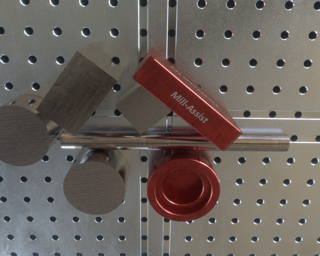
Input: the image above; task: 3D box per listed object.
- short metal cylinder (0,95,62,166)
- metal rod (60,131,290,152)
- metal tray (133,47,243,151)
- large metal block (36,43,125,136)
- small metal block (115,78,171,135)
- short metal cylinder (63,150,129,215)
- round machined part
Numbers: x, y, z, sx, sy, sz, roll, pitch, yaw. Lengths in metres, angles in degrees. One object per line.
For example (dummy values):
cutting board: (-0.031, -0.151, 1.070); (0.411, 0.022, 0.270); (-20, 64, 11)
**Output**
short metal cylinder: (-0.174, 0.002, 0.399); (0.081, 0.050, 0.079); (0, 110, 0)
metal rod: (0.020, 0.018, 0.420); (0.302, 0.025, 0.025); (1, 110, -1)
metal tray: (0.031, -0.037, 0.365); (0.130, 0.090, 0.030); (38, 106, -13)
large metal block: (-0.089, -0.048, 0.366); (0.050, 0.080, 0.080); (37, 106, -13)
small metal block: (-0.021, -0.028, 0.403); (0.050, 0.025, 0.050); (-37, 106, 12)
short metal cylinder: (-0.085, 0.071, 0.425); (0.081, 0.050, 0.079); (0, 110, 0)
round machined part: (0.031, 0.078, 0.433); (0.099, 0.042, 0.097); (0, 110, 0)
